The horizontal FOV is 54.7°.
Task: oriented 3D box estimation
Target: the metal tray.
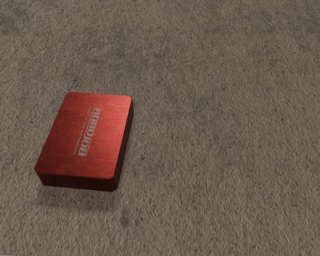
[{"bbox_3d":[-0.088,0.012,0.389,0.091,0.030,0.130,5,50,3],"label":"metal tray"}]
